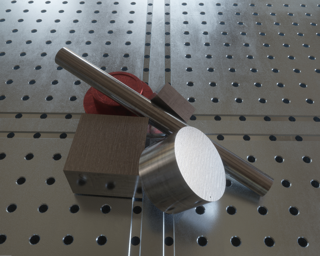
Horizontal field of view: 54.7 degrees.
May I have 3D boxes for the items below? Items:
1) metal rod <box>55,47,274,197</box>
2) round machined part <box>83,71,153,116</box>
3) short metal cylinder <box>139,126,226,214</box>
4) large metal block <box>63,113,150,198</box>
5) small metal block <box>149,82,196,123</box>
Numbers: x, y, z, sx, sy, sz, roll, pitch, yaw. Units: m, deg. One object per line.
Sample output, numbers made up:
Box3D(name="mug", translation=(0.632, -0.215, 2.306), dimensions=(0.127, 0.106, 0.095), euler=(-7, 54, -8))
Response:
Box3D(name="metal rod", translation=(-0.002, -0.013, 0.376), dimensions=(0.301, 0.025, 0.025), euler=(33, 56, 9))
Box3D(name="round machined part", translation=(-0.057, -0.041, 0.431), dimensions=(0.099, 0.042, 0.098), euler=(0, 50, 0))
Box3D(name="short metal cylinder", translation=(0.024, 0.045, 0.326), dimensions=(0.080, 0.050, 0.080), euler=(30, 45, -35))
Box3D(name="large metal block", translation=(-0.056, 0.031, 0.361), dimensions=(0.080, 0.050, 0.080), euler=(4, 50, 3))
Box3D(name="small metal block", translation=(0.009, -0.025, 0.400), dimensions=(0.050, 0.050, 0.025), euler=(42, 58, -11))
